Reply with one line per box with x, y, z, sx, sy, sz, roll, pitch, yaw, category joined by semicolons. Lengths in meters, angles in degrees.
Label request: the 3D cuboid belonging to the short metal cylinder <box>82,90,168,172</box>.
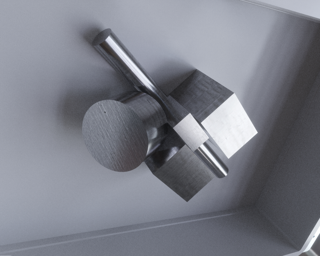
-0.038;0.002;0.345;0.050;0.080;0.079;-36;145;-60;short metal cylinder

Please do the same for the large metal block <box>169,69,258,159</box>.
0.068;-0.019;0.400;0.050;0.080;0.080;-42;130;1;large metal block

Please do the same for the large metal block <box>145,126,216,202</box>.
0.015;0.038;0.406;0.050;0.080;0.080;-43;130;1;large metal block

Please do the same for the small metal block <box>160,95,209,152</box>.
0.026;-0.006;0.373;0.025;0.050;0.050;-42;130;0;small metal block

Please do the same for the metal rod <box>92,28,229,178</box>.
0.021;-0.011;0.414;0.025;0.025;0.300;-43;130;1;metal rod
